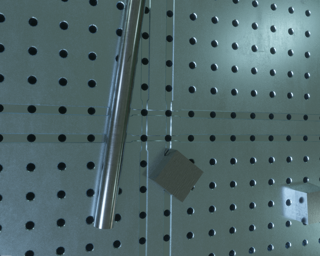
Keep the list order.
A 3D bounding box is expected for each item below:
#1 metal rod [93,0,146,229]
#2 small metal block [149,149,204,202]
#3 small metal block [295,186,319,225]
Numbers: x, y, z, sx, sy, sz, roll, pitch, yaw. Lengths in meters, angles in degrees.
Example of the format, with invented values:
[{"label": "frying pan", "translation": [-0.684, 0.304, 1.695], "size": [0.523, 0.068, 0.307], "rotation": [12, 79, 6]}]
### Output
[{"label": "metal rod", "translation": [-0.050, -0.025, 0.393], "size": [0.025, 0.025, 0.298], "rotation": [9, 87, -20]}, {"label": "small metal block", "translation": [0.022, 0.064, 0.421], "size": [0.050, 0.025, 0.050], "rotation": [40, 77, -16]}, {"label": "small metal block", "translation": [0.250, 0.125, 0.505], "size": [0.050, 0.025, 0.050], "rotation": [-4, 91, -20]}]
